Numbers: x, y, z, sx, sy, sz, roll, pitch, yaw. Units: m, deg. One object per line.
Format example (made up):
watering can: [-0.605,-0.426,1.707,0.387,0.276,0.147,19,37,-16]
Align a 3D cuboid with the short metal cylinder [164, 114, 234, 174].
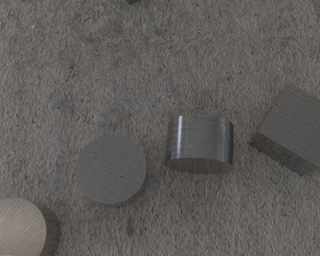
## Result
short metal cylinder: [0.047,0.022,0.371,0.080,0.080,0.050,5,70,2]

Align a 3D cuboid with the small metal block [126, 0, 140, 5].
small metal block: [-0.039,-0.232,0.492,0.050,0.025,0.050,-27,72,-10]

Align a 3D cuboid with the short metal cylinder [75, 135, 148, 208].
short metal cylinder: [-0.055,0.054,0.375,0.081,0.050,0.080,0,70,0]

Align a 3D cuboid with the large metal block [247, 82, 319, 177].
large metal block: [0.172,0.003,0.395,0.080,0.050,0.080,33,73,11]

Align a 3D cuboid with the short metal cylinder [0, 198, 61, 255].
short metal cylinder: [-0.160,0.122,0.349,0.081,0.050,0.080,0,70,0]
